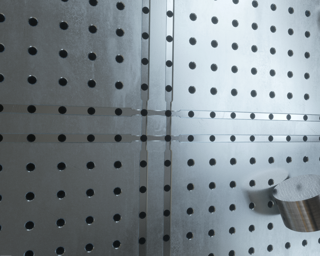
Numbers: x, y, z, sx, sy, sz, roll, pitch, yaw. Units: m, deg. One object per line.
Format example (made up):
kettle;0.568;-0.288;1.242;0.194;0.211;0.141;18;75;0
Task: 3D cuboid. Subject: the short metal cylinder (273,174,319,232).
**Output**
short metal cylinder;0.218;0.111;0.464;0.081;0.080;0.050;-25;99;-18
